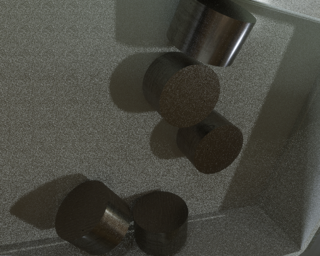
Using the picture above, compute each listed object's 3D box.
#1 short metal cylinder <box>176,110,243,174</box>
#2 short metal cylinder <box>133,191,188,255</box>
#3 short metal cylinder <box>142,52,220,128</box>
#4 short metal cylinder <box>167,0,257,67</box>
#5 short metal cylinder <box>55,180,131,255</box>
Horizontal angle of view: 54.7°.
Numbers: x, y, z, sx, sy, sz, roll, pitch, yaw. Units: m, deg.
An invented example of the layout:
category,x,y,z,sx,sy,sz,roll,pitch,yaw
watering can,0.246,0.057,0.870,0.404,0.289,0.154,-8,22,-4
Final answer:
category,x,y,z,sx,sy,sz,roll,pitch,yaw
short metal cylinder,0.071,0.019,0.445,0.081,0.050,0.079,-14,125,-21
short metal cylinder,0.001,0.141,0.463,0.081,0.080,0.050,-15,125,-21
short metal cylinder,0.025,-0.047,0.379,0.081,0.050,0.079,-14,125,-21
short metal cylinder,0.054,-0.109,0.331,0.081,0.080,0.050,2,131,-30
short metal cylinder,-0.086,0.115,0.399,0.080,0.080,0.050,-39,130,-2
